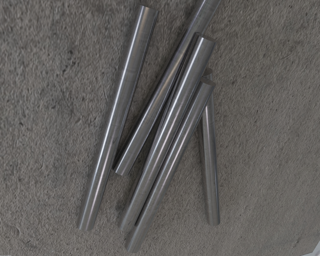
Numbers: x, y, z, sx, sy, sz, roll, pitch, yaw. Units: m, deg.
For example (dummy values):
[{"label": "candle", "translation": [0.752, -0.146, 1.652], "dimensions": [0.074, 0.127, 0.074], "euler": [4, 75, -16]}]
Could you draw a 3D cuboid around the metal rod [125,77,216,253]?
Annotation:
[{"label": "metal rod", "translation": [0.005, 0.068, 0.436], "dimensions": [0.025, 0.025, 0.298], "euler": [5, 121, -31]}]

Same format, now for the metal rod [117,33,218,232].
[{"label": "metal rod", "translation": [-0.001, 0.025, 0.402], "dimensions": [0.025, 0.025, 0.298], "euler": [5, 122, -31]}]

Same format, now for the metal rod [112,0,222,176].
[{"label": "metal rod", "translation": [0.016, -0.070, 0.371], "dimensions": [0.025, 0.025, 0.298], "euler": [17, 109, -35]}]

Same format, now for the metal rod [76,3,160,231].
[{"label": "metal rod", "translation": [-0.058, 0.005, 0.377], "dimensions": [0.025, 0.025, 0.298], "euler": [6, 116, -31]}]

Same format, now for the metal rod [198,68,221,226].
[{"label": "metal rod", "translation": [0.076, 0.049, 0.477], "dimensions": [0.025, 0.025, 0.298], "euler": [-22, 127, -16]}]
